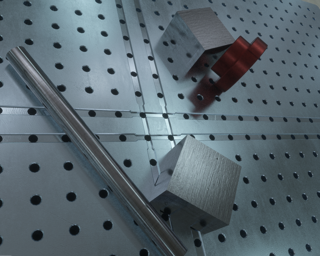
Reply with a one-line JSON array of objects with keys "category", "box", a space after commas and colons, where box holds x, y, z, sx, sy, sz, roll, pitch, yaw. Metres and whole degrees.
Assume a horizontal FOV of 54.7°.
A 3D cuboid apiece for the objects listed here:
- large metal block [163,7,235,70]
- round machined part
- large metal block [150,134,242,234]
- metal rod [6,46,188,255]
[{"category": "large metal block", "box": [0.067, -0.152, 0.521, 0.081, 0.050, 0.080, -23, 74, -36]}, {"category": "round machined part", "box": [0.119, -0.106, 0.490, 0.042, 0.097, 0.098, 42, 51, 0]}, {"category": "large metal block", "box": [0.044, 0.068, 0.374, 0.080, 0.050, 0.080, 31, 52, -8]}, {"category": "metal rod", "box": [-0.076, 0.025, 0.351, 0.025, 0.025, 0.300, -35, 81, -38]}]
